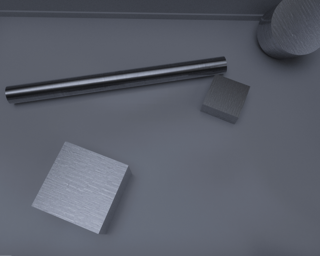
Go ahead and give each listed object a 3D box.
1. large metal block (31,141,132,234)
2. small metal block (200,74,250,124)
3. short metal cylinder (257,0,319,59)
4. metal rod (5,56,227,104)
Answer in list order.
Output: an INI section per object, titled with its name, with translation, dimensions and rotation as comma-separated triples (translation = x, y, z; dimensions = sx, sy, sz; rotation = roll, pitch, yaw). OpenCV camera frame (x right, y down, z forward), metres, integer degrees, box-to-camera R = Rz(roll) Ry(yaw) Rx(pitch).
[large metal block]
translation = -0.088, 0.072, 0.369
dimensions = 0.080, 0.050, 0.080
rotation = 20, 71, 7
[small metal block]
translation = 0.089, -0.040, 0.425
dimensions = 0.050, 0.025, 0.050
rotation = 22, 71, 7
[short metal cylinder]
translation = 0.185, -0.139, 0.434
dimensions = 0.081, 0.050, 0.079
rotation = 0, 95, -4
[metal rod]
translation = -0.057, -0.068, 0.433
dimensions = 0.302, 0.025, 0.025
rotation = -9, 70, -4
